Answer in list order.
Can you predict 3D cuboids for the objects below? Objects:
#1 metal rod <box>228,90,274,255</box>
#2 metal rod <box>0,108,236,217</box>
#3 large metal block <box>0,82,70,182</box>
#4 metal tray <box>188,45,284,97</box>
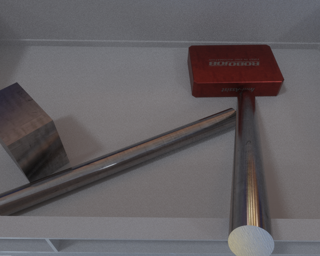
[{"bbox_3d":[0.088,0.011,0.310,0.025,0.025,0.301,13,24,10],"label":"metal rod"},{"bbox_3d":[-0.036,0.034,0.375,0.302,0.025,0.025,-20,53,-17],"label":"metal rod"},{"bbox_3d":[-0.158,0.007,0.361,0.050,0.080,0.080,-36,59,-26],"label":"large metal block"},{"bbox_3d":[0.112,-0.090,0.479,0.131,0.030,0.090,-1,50,-2],"label":"metal tray"}]
